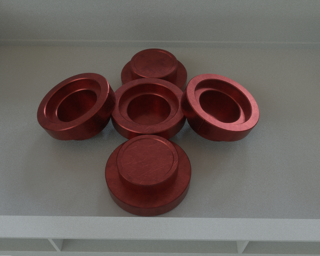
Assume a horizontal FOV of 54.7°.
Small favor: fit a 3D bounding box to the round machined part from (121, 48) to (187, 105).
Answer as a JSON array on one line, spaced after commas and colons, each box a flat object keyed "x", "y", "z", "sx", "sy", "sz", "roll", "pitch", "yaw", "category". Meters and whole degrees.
[{"x": -0.009, "y": -0.081, "z": 0.460, "sx": 0.099, "sy": 0.042, "sz": 0.098, "roll": 0, "pitch": 50, "yaw": 0, "category": "round machined part"}]

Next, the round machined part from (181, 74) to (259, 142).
[{"x": 0.073, "y": -0.021, "z": 0.399, "sx": 0.099, "sy": 0.042, "sz": 0.098, "roll": 11, "pitch": 49, "yaw": -13, "category": "round machined part"}]

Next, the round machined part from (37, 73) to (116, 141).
[{"x": -0.102, "y": -0.023, "z": 0.400, "sx": 0.098, "sy": 0.042, "sz": 0.098, "roll": -11, "pitch": 48, "yaw": 13, "category": "round machined part"}]

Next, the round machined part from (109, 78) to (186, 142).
[{"x": -0.015, "y": -0.018, "z": 0.406, "sx": 0.099, "sy": 0.042, "sz": 0.098, "roll": 0, "pitch": 50, "yaw": 0, "category": "round machined part"}]

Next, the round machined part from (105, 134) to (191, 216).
[{"x": -0.013, "y": 0.046, "z": 0.353, "sx": 0.099, "sy": 0.042, "sz": 0.098, "roll": 0, "pitch": 50, "yaw": 0, "category": "round machined part"}]
